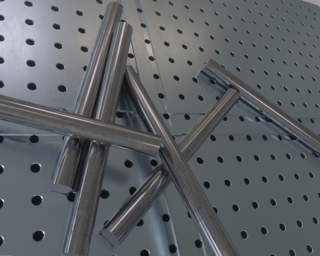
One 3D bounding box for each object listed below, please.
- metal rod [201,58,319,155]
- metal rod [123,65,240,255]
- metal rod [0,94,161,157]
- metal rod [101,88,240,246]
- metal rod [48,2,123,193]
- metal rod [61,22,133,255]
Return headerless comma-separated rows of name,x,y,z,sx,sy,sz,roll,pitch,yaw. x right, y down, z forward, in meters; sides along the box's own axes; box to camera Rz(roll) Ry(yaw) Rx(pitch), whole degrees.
metal rod,0.200,-0.022,0.527,0.301,0.025,0.025,34,51,-6
metal rod,0.016,0.038,0.360,0.025,0.025,0.299,-10,56,-32
metal rod,-0.146,-0.017,0.312,0.302,0.025,0.025,15,55,-10
metal rod,0.034,0.029,0.408,0.025,0.025,0.301,44,51,2
metal rod,-0.086,-0.062,0.399,0.025,0.025,0.300,19,54,-17
metal rod,-0.065,-0.010,0.365,0.025,0.025,0.300,17,59,-18
